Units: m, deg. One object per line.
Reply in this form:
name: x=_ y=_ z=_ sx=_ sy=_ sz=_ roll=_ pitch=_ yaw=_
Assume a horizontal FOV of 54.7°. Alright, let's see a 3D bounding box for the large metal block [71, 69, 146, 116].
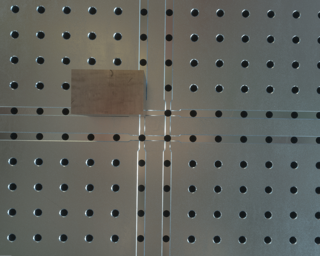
large metal block: x=-0.059 y=-0.041 z=0.385 sx=0.081 sy=0.080 sz=0.050 roll=1 pitch=90 yaw=-1
